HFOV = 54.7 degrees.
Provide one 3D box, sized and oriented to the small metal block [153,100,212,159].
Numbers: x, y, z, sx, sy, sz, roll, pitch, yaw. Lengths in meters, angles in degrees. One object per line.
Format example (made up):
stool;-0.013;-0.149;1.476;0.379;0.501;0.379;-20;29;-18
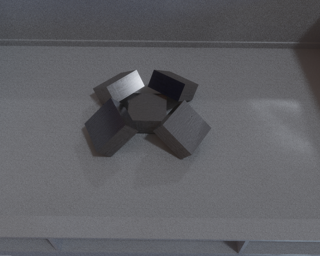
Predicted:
small metal block;0.028;0.002;0.386;0.050;0.025;0.050;46;57;-8

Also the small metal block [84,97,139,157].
small metal block;-0.062;-0.001;0.388;0.050;0.025;0.050;-42;54;14

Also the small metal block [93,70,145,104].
small metal block;-0.058;-0.057;0.434;0.050;0.025;0.050;-35;21;-25

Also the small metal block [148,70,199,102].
small metal block;0.019;-0.060;0.437;0.050;0.025;0.050;28;19;21

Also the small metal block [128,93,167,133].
small metal block;-0.017;-0.020;0.419;0.050;0.025;0.050;1;50;1
